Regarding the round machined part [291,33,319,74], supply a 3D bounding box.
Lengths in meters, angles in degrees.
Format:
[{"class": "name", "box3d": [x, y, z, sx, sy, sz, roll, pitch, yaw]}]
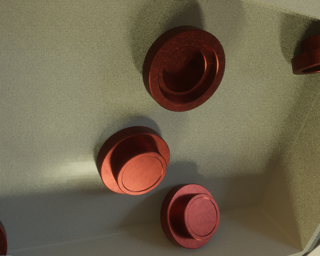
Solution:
[{"class": "round machined part", "box3d": [0.237, -0.107, 0.436, 0.099, 0.098, 0.042, -7, 88, -25]}]

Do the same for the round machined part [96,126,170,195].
[{"class": "round machined part", "box3d": [-0.031, 0.050, 0.412, 0.099, 0.042, 0.097, -14, 124, -21]}]

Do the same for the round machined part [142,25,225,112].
[{"class": "round machined part", "box3d": [0.024, -0.072, 0.366, 0.099, 0.042, 0.097, -14, 124, -21]}]

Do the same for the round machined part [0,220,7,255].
[{"class": "round machined part", "box3d": [-0.224, 0.132, 0.342, 0.099, 0.042, 0.097, -3, 95, -27]}]

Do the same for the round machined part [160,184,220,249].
[{"class": "round machined part", "box3d": [0.053, 0.135, 0.477, 0.099, 0.042, 0.098, 7, 76, -31]}]
